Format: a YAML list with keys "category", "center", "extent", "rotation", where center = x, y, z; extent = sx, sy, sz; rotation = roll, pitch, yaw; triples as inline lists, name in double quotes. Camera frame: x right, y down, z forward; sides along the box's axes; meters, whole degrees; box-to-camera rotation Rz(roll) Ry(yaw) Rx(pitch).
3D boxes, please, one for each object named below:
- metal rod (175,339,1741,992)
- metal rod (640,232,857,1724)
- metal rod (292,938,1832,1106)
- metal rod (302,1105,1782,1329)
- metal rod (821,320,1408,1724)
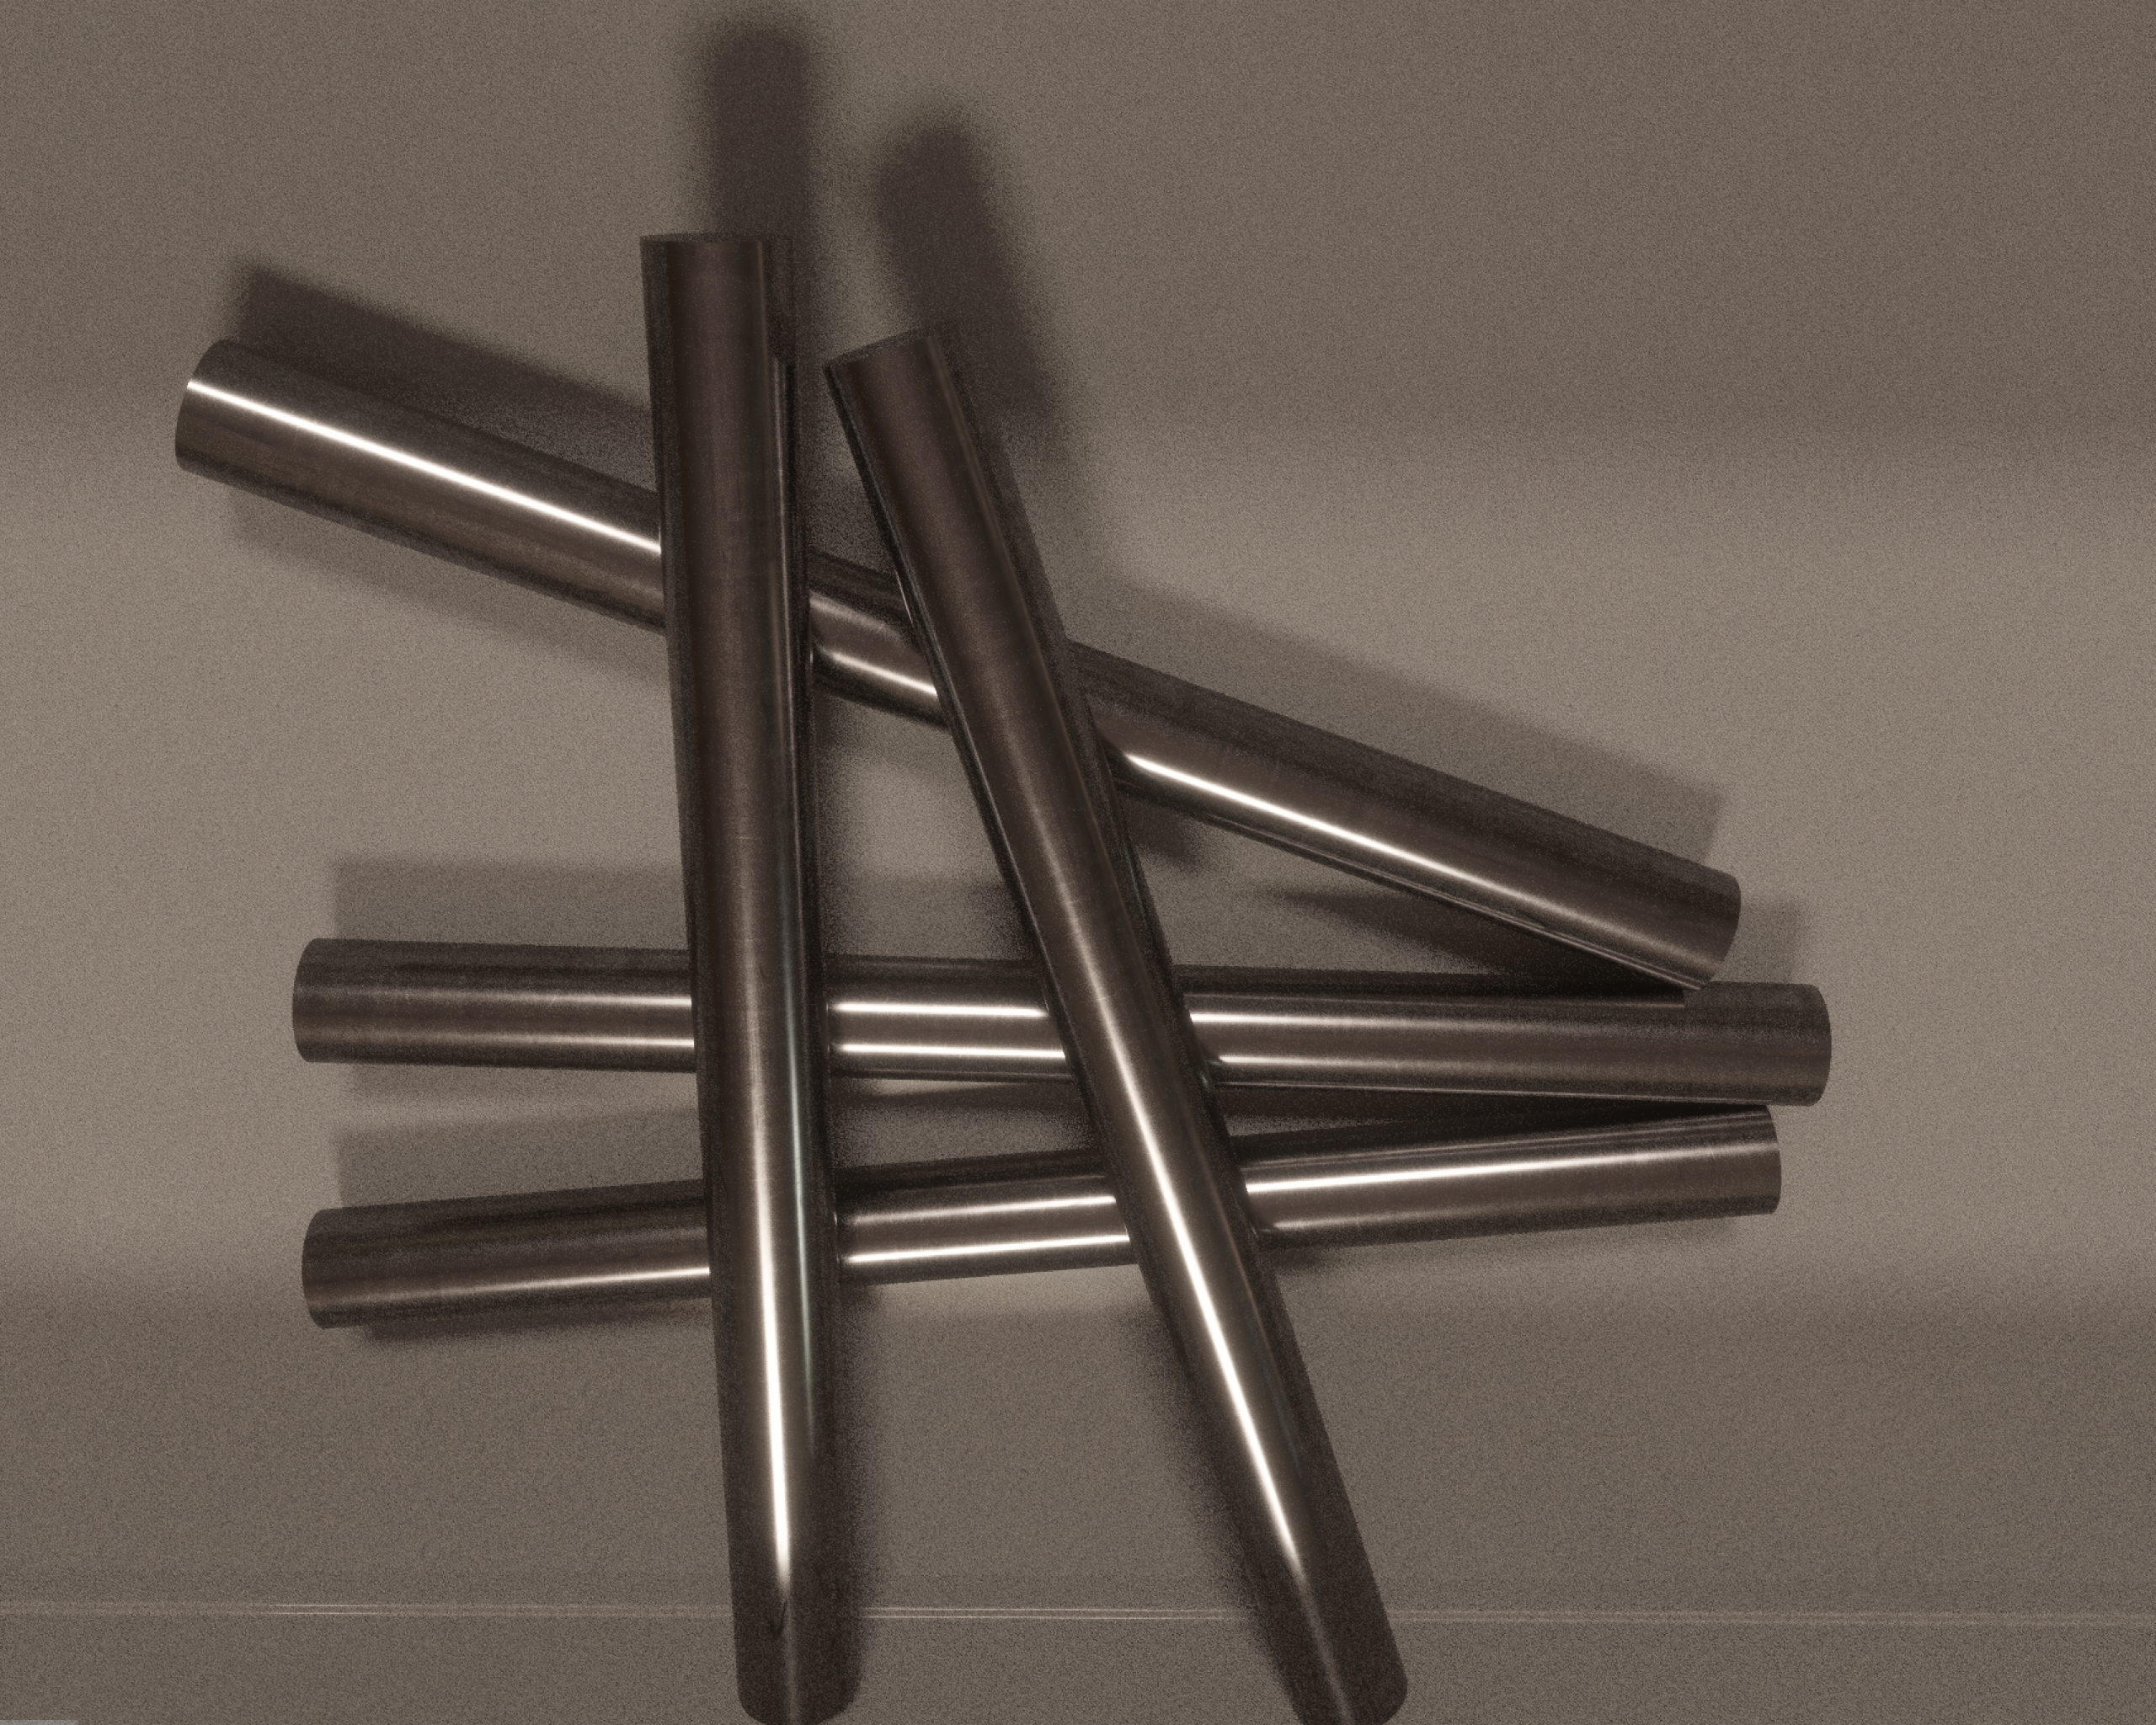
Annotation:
- category: "metal rod"
  center: [-0.016, -0.034, 0.396]
  extent: [0.302, 0.025, 0.025]
  rotation: [19, 109, -8]
- category: "metal rod"
  center: [-0.060, 0.037, 0.395]
  extent: [0.025, 0.025, 0.298]
  rotation: [0, 110, -1]
- category: "metal rod"
  center: [-0.002, 0.032, 0.421]
  extent: [0.302, 0.025, 0.025]
  rotation: [2, 110, -1]
- category: "metal rod"
  center: [-0.008, 0.073, 0.437]
  extent: [0.302, 0.025, 0.025]
  rotation: [-5, 110, 1]
- category: "metal rod"
  center: [0.014, 0.046, 0.400]
  extent: [0.025, 0.025, 0.298]
  rotation: [-17, 110, 6]
